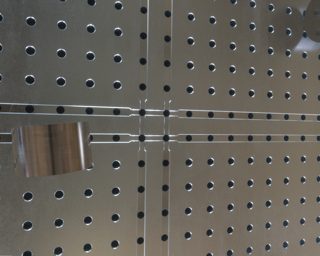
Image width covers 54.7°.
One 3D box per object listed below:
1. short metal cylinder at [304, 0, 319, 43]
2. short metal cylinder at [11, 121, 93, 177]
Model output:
[{"bbox_3d":[0.278,-0.175,0.488,0.050,0.080,0.079,-4,92,-20],"label":"short metal cylinder"},{"bbox_3d":[-0.117,0.021,0.340,0.081,0.080,0.050,-6,92,-20],"label":"short metal cylinder"}]
